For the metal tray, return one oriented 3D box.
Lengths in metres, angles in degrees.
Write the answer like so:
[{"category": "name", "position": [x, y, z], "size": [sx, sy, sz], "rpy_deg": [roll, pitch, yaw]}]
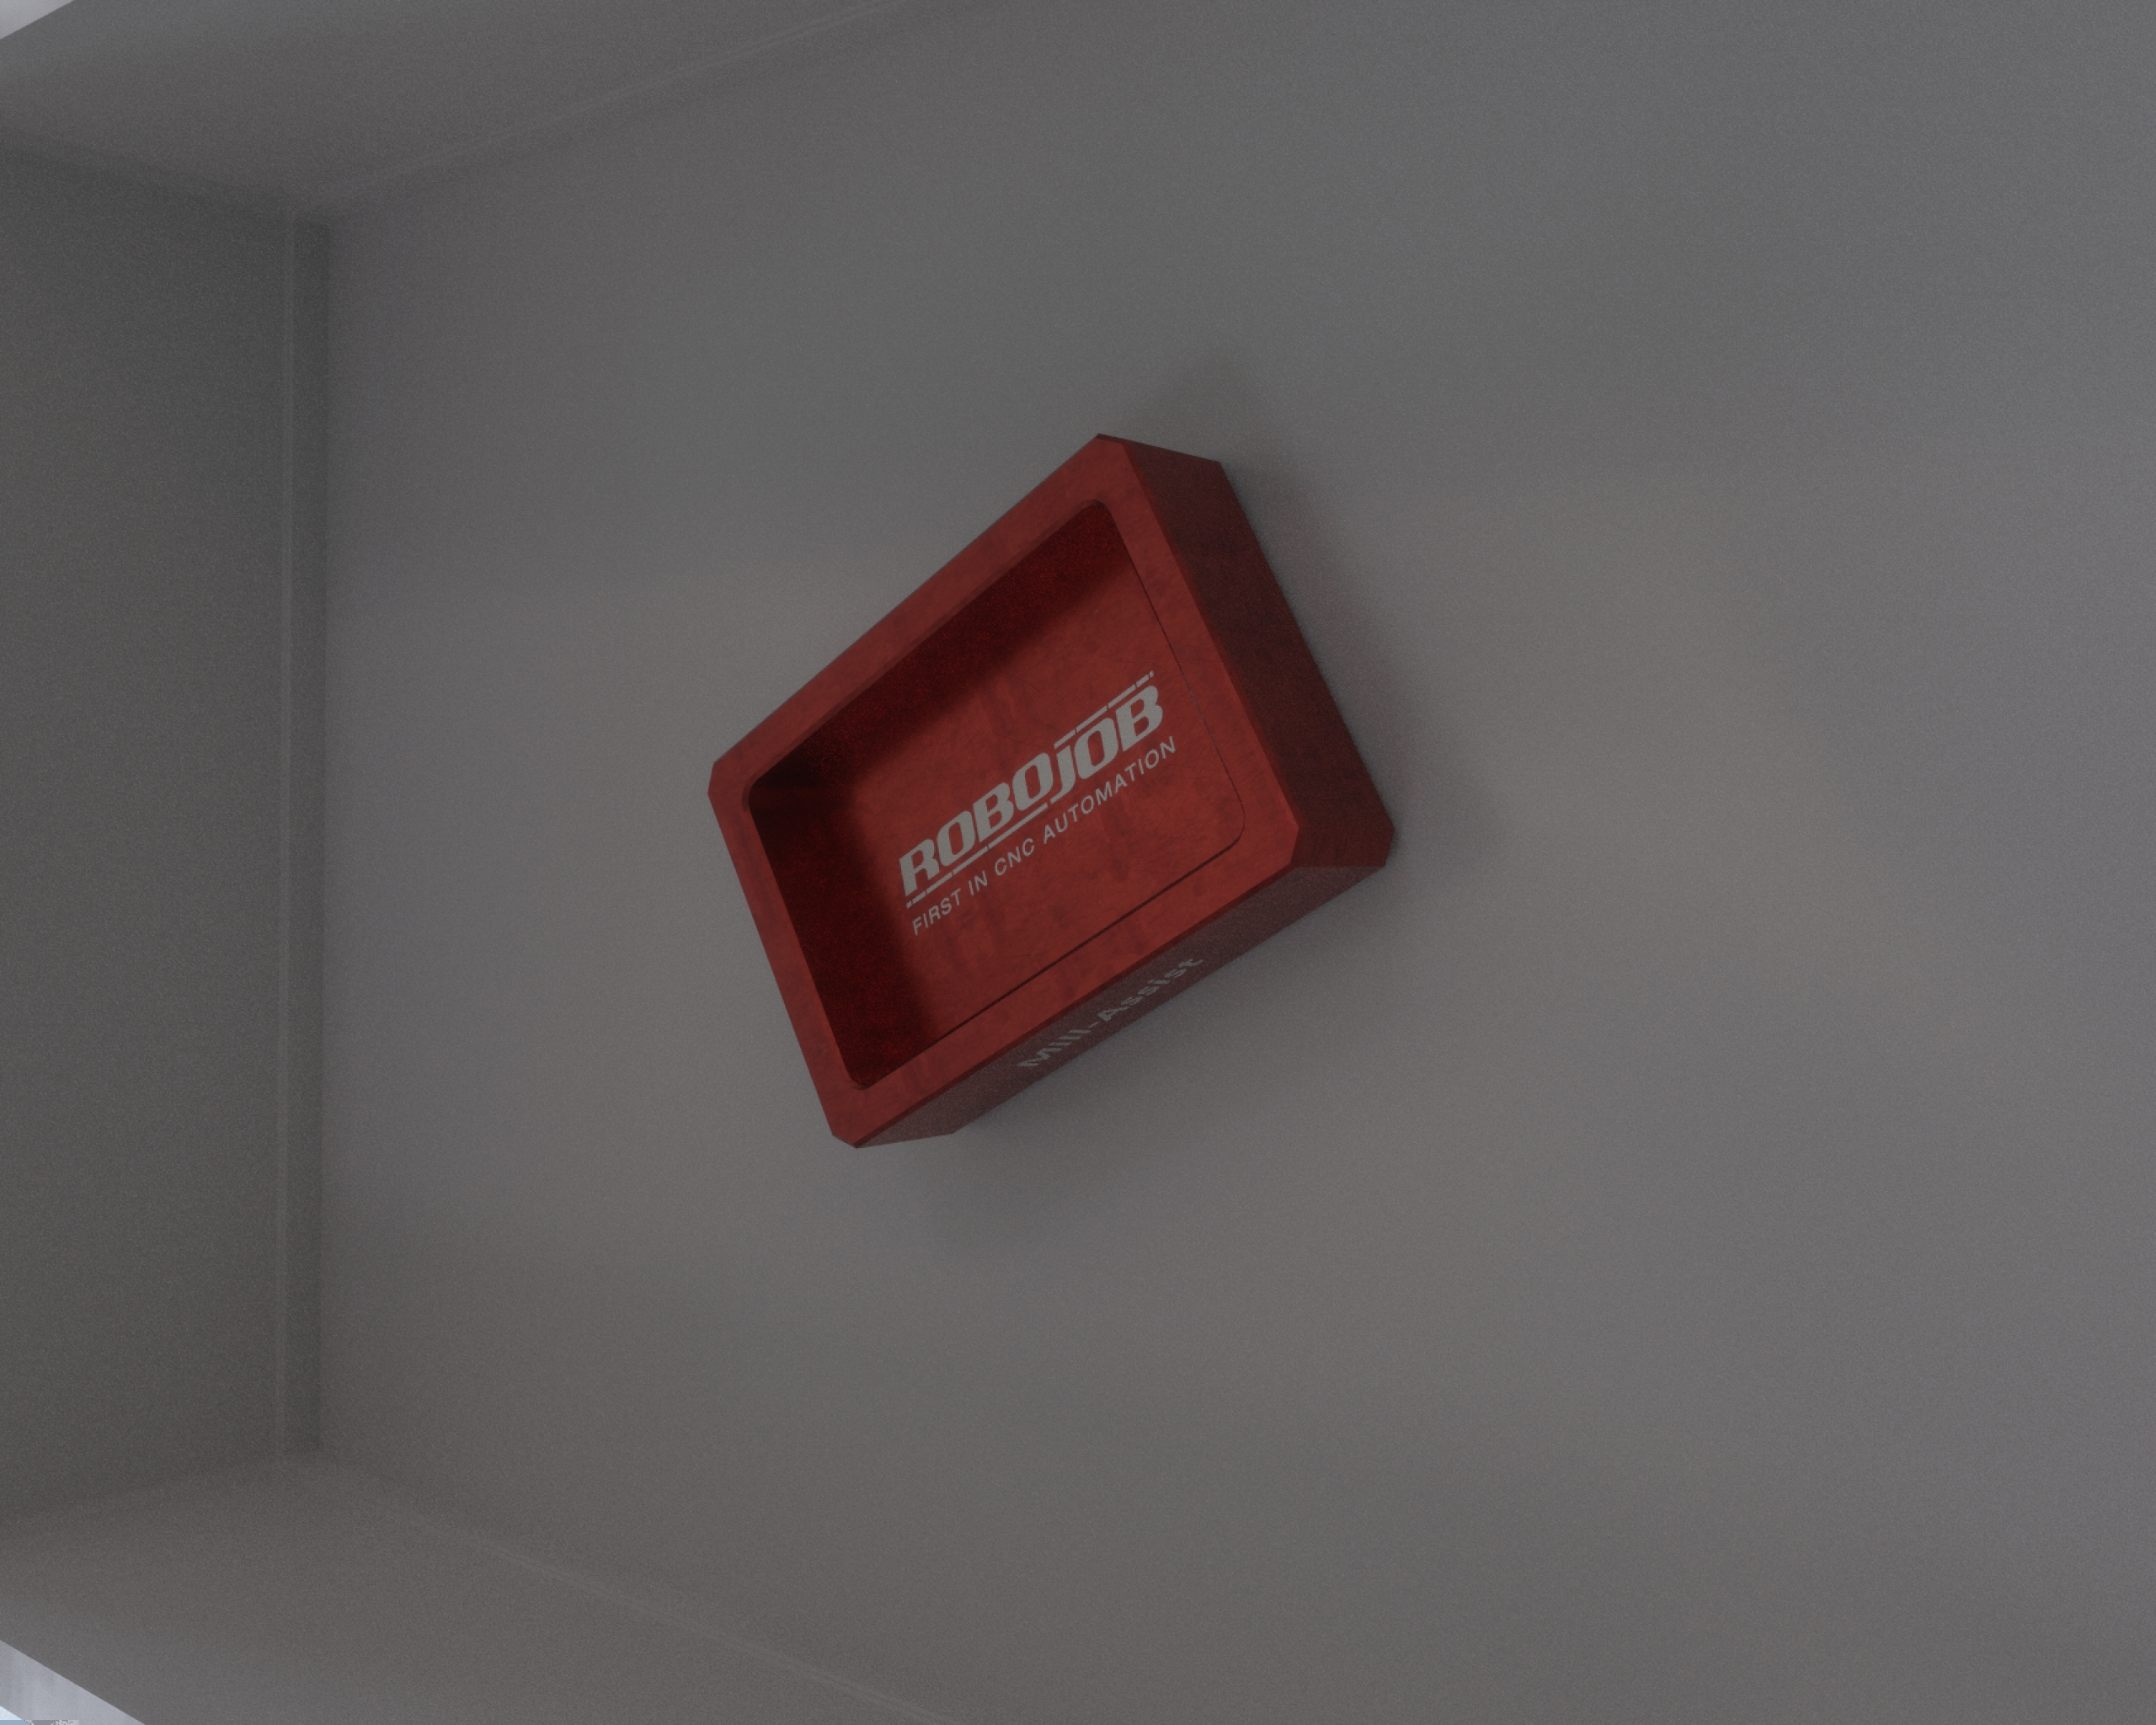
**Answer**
[{"category": "metal tray", "position": [-0.011, -0.010, 0.410], "size": [0.130, 0.030, 0.090], "rpy_deg": [-35, 69, 34]}]
